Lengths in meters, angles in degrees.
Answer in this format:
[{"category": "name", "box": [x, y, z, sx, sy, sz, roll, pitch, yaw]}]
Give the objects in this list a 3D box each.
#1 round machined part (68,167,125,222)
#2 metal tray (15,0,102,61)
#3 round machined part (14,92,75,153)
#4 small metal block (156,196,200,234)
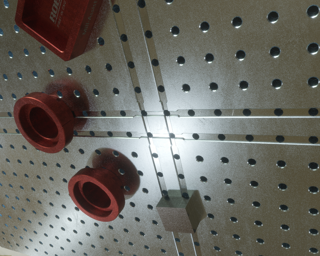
[{"category": "round machined part", "box": [-0.101, 0.106, 0.519, 0.098, 0.042, 0.097, 13, 124, 21]}, {"category": "metal tray", "box": [-0.120, -0.158, 0.373, 0.090, 0.030, 0.129, 37, 129, 3]}, {"category": "round machined part", "box": [-0.175, -0.012, 0.485, 0.098, 0.042, 0.097, 13, 124, 21]}, {"category": "small metal block", "box": [0.028, 0.134, 0.479, 0.050, 0.025, 0.050, -6, 116, 31]}]
